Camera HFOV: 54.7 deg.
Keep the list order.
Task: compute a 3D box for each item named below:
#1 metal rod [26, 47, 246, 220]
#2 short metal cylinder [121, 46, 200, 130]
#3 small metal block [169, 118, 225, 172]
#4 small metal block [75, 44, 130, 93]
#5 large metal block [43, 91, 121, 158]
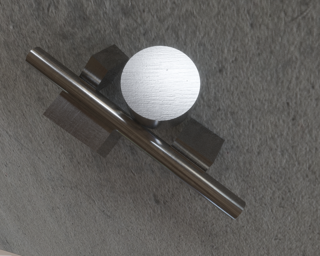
[{"bbox_3d":[-0.030,0.004,0.361,0.300,0.025,0.025,37,129,3],"label":"metal rod"},{"bbox_3d":[0.000,-0.041,0.338,0.080,0.080,0.050,34,170,5],"label":"short metal cylinder"},{"bbox_3d":[0.045,0.021,0.377,0.050,0.050,0.025,35,129,4],"label":"small metal block"},{"bbox_3d":[-0.071,-0.072,0.384,0.025,0.050,0.050,44,129,-2],"label":"small metal block"},{"bbox_3d":[-0.096,-0.006,0.414,0.080,0.050,0.080,35,169,4],"label":"large metal block"}]
